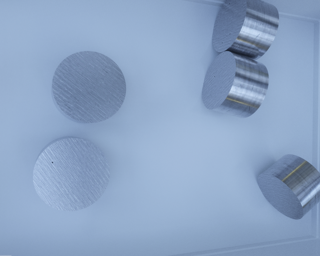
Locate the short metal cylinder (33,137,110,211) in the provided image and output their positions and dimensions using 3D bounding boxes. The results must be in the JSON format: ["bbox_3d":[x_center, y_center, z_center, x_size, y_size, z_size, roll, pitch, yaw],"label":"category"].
[{"bbox_3d":[-0.103,0.050,0.360,0.081,0.050,0.079,0,90,-21],"label":"short metal cylinder"}]

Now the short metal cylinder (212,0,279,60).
[{"bbox_3d":[0.115,-0.137,0.425,0.050,0.080,0.080,11,86,-20],"label":"short metal cylinder"}]

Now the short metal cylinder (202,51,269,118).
[{"bbox_3d":[0.100,-0.058,0.420,0.050,0.080,0.080,14,86,-20],"label":"short metal cylinder"}]

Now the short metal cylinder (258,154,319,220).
[{"bbox_3d":[0.192,0.086,0.455,0.050,0.080,0.080,-33,101,-17],"label":"short metal cylinder"}]

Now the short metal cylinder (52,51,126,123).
[{"bbox_3d":[-0.086,-0.046,0.366,0.081,0.050,0.079,0,90,-21],"label":"short metal cylinder"}]
